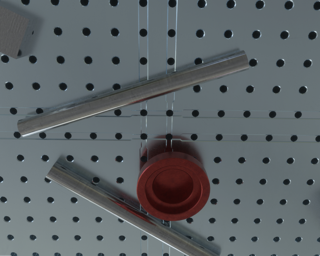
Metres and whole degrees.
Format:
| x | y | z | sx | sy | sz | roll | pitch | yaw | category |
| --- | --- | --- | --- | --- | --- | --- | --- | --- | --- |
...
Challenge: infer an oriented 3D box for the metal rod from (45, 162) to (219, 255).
| x | y | z | sx | sy | sz | roll | pitch | yaw | category |
| --- | --- | --- | --- | --- | --- | --- | --- | --- | --- |
| -0.029 | 0.138 | 0.463 | 0.301 | 0.025 | 0.025 | 33 | 107 | -12 | metal rod |

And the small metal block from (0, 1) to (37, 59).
| x | y | z | sx | sy | sz | roll | pitch | yaw | category |
| --- | --- | --- | --- | --- | --- | --- | --- | --- | --- |
| -0.183 | -0.117 | 0.368 | 0.050 | 0.025 | 0.050 | 25 | 108 | -9 | small metal block |

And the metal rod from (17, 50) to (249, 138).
| x | y | z | sx | sy | sz | roll | pitch | yaw | category |
| --- | --- | --- | --- | --- | --- | --- | --- | --- | --- |
| -0.038 | -0.042 | 0.397 | 0.301 | 0.025 | 0.025 | -16 | 109 | 5 | metal rod |

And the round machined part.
| x | y | z | sx | sy | sz | roll | pitch | yaw | category |
| --- | --- | --- | --- | --- | --- | --- | --- | --- | --- |
| 0.018 | 0.077 | 0.433 | 0.099 | 0.042 | 0.097 | 0 | 110 | 0 | round machined part |
